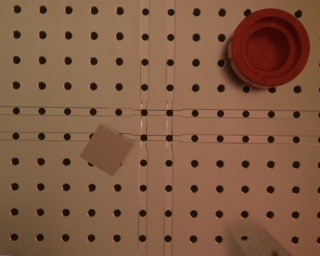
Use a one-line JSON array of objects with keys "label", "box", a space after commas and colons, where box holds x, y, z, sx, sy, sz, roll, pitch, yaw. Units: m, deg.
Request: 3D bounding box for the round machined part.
[{"label": "round machined part", "box": [0.138, -0.101, 0.406, 0.099, 0.042, 0.097, 0, 90, 0]}]

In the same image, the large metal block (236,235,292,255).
[{"label": "large metal block", "box": [0.134, 0.191, 0.387, 0.050, 0.080, 0.080, -6, 90, 0]}]

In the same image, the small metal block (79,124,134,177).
[{"label": "small metal block", "box": [-0.070, 0.029, 0.413, 0.050, 0.025, 0.050, 32, 90, 0]}]
